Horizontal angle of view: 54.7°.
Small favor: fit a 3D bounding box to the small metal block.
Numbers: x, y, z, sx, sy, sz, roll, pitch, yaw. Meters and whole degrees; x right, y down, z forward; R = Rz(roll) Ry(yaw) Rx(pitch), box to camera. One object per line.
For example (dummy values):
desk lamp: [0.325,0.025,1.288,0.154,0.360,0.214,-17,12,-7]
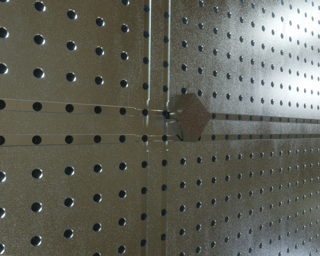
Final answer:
small metal block: [0.042,-0.015,0.446,0.050,0.025,0.050,49,61,-29]
